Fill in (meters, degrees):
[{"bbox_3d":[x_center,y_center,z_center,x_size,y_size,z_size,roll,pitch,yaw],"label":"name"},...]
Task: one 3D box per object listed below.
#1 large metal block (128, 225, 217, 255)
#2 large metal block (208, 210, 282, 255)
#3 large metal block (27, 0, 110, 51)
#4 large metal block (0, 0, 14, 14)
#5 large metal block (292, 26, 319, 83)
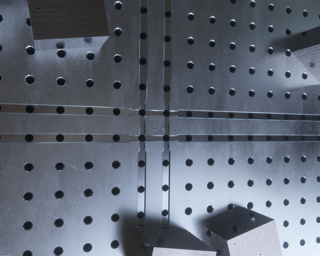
[{"bbox_3d":[0.011,0.163,0.389,0.081,0.080,0.050,12,86,-20],"label":"large metal block"},{"bbox_3d":[0.125,0.177,0.448,0.081,0.050,0.080,-15,96,-20],"label":"large metal block"},{"bbox_3d":[-0.109,-0.138,0.359,0.081,0.050,0.079,-10,94,-20],"label":"large metal block"},{"bbox_3d":[-0.188,-0.148,0.314,0.050,0.080,0.080,42,77,-16],"label":"large metal block"},{"bbox_3d":[0.275,-0.119,0.487,0.080,0.080,0.050,40,77,-16],"label":"large metal block"}]
